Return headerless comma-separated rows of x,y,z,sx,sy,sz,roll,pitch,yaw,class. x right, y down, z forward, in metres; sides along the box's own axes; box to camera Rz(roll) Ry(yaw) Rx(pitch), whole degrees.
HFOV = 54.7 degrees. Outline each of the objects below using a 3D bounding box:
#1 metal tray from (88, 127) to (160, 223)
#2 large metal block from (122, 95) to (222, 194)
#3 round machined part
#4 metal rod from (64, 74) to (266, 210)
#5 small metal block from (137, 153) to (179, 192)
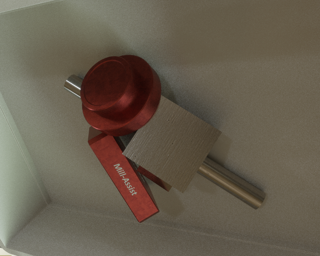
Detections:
-0.051,0.055,0.426,0.030,0.090,0.130,-30,106,-4,metal tray
0.015,0.020,0.368,0.080,0.050,0.080,32,86,7,large metal block
-0.052,-0.043,0.356,0.098,0.098,0.042,-2,158,28,round machined part
0.002,0.015,0.414,0.301,0.025,0.025,32,128,7,metal rod
0.005,0.049,0.417,0.050,0.050,0.025,33,129,6,small metal block
